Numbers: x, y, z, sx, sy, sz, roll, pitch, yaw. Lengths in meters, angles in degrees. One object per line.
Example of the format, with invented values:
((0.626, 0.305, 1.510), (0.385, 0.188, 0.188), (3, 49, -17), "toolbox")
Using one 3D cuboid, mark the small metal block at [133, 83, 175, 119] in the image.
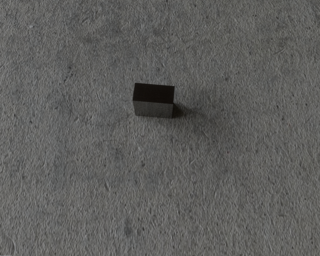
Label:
((-0.008, -0.035, 0.408), (0.050, 0.050, 0.025), (5, 70, 1), "small metal block")
